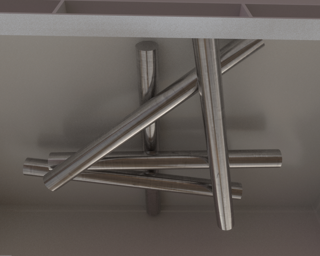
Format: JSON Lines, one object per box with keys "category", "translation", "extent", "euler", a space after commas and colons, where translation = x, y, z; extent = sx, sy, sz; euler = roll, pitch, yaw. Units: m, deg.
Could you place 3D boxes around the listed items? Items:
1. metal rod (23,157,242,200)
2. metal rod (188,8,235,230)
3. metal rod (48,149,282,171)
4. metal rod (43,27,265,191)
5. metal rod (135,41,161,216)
{"category": "metal rod", "translation": [-0.035, 0.072, 0.437], "extent": [0.302, 0.025, 0.025], "euler": [7, 130, -3]}
{"category": "metal rod", "translation": [0.066, 0.016, 0.363], "extent": [0.025, 0.025, 0.298], "euler": [-9, 124, 7]}
{"category": "metal rod", "translation": [0.007, 0.043, 0.411], "extent": [0.302, 0.025, 0.025], "euler": [-1, 130, -1]}
{"category": "metal rod", "translation": [-0.017, -0.014, 0.360], "extent": [0.300, 0.025, 0.025], "euler": [-34, 123, 12]}
{"category": "metal rod", "translation": [-0.012, 0.025, 0.430], "extent": [0.025, 0.025, 0.298], "euler": [-1, 130, 0]}
